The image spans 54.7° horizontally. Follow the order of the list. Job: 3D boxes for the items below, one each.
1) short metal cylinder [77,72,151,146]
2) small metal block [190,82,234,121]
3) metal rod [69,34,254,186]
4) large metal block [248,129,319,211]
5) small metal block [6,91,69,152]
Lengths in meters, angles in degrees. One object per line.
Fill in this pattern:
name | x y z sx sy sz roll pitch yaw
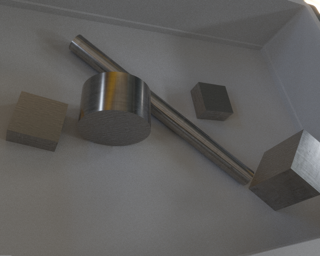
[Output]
short metal cylinder | -0.051 -0.019 0.356 0.081 0.080 0.050 12 57 -22
small metal block | 0.079 -0.040 0.475 0.050 0.025 0.050 4 60 -27
metal rod | 0.004 -0.023 0.423 0.300 0.025 0.025 38 51 -3
large metal block | 0.182 0.060 0.434 0.050 0.080 0.080 41 51 -1
small metal block | -0.133 -0.007 0.339 0.050 0.025 0.050 16 55 -19
